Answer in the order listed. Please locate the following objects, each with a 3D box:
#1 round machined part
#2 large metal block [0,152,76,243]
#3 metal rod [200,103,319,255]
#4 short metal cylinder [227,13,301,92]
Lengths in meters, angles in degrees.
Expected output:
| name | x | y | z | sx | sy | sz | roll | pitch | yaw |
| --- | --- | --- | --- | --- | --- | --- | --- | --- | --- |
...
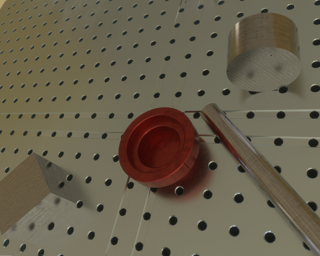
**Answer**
| name | x | y | z | sx | sy | sz | roll | pitch | yaw |
| --- | --- | --- | --- | --- | --- | --- | --- | --- | --- |
| round machined part | 0.002 | 0.027 | 0.380 | 0.098 | 0.042 | 0.098 | -13 | 56 | 21 |
| large metal block | -0.175 | 0.095 | 0.426 | 0.080 | 0.050 | 0.080 | -42 | 51 | -1 |
| metal rod | 0.127 | 0.076 | 0.295 | 0.025 | 0.025 | 0.300 | -37 | 51 | 4 |
| short metal cylinder | 0.120 | -0.086 | 0.363 | 0.080 | 0.080 | 0.050 | -5 | 60 | 25 |
